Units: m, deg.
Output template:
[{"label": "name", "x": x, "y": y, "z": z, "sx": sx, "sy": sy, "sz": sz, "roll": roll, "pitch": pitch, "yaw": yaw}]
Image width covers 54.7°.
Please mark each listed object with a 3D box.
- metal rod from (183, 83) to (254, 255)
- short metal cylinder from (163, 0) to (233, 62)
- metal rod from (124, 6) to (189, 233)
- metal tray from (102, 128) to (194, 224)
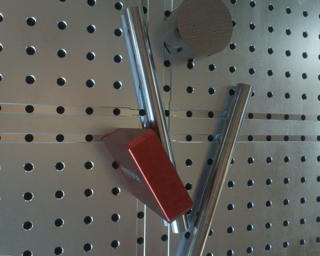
[{"label": "metal rod", "x": 0.079, "y": 0.079, "z": 0.443, "sx": 0.025, "sy": 0.025, "sz": 0.299, "roll": 21, "pitch": 83, "yaw": -19}, {"label": "short metal cylinder", "x": 0.050, "y": -0.133, "z": 0.419, "sx": 0.081, "sy": 0.050, "sz": 0.079, "roll": 0, "pitch": 90, "yaw": -20}, {"label": "metal rod", "x": -0.004, "y": -0.008, "z": 0.412, "sx": 0.025, "sy": 0.025, "sz": 0.298, "roll": -14, "pitch": 95, "yaw": -20}, {"label": "metal tray", "x": -0.020, "y": 0.046, "z": 0.350, "sx": 0.030, "sy": 0.130, "sz": 0.090, "roll": -31, "pitch": 101, "yaw": -17}]
